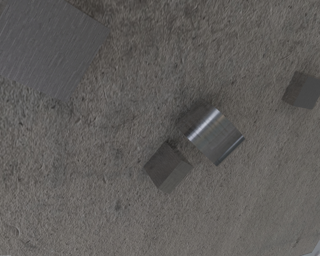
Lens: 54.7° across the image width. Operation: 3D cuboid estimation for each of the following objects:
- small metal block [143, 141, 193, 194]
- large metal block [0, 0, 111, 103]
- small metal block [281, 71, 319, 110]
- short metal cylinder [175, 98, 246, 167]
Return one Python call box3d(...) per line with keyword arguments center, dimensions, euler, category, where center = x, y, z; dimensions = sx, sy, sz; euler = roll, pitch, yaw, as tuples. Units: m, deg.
box3d(center=(0.010, 0.054, 0.430), dimensions=(0.025, 0.050, 0.050), euler=(33, 100, -39), category="small metal block")
box3d(center=(-0.106, -0.081, 0.282), dimensions=(0.080, 0.050, 0.080), euler=(25, 105, -37), category="large metal block")
box3d(center=(0.231, -0.060, 0.496), dimensions=(0.050, 0.025, 0.050), euler=(6, 116, -31), category="small metal block")
box3d(center=(0.066, 0.006, 0.411), dimensions=(0.050, 0.080, 0.080), euler=(-45, 129, 3), category="short metal cylinder")
